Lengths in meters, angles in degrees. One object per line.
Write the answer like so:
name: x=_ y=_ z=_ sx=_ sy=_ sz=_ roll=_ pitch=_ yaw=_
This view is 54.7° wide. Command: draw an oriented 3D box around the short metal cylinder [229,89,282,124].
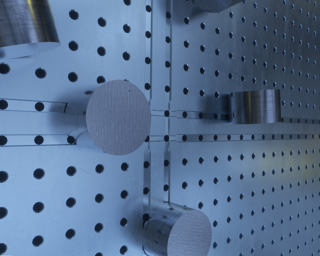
short metal cylinder: x=0.152 y=-0.034 z=0.501 sx=0.081 sy=0.080 sz=0.050 roll=-7 pitch=94 yaw=-40

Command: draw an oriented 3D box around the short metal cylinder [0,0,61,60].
short metal cylinder: x=-0.132 y=-0.089 z=0.263 sx=0.081 sy=0.080 sz=0.050 roll=-21 pitch=104 yaw=-38

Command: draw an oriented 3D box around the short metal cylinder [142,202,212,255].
short metal cylinder: x=0.023 y=0.144 z=0.412 sx=0.081 sy=0.050 sz=0.079 roll=0 pitch=90 yaw=-40

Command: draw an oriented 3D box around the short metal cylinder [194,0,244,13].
short metal cylinder: x=0.088 y=-0.214 z=0.446 sx=0.050 sy=0.080 sz=0.080 roll=-36 pitch=112 yaw=-34

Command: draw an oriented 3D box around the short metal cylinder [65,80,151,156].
short metal cylinder: x=-0.057 y=-0.011 z=0.345 sx=0.081 sy=0.050 sz=0.079 roll=0 pitch=90 yaw=-40
